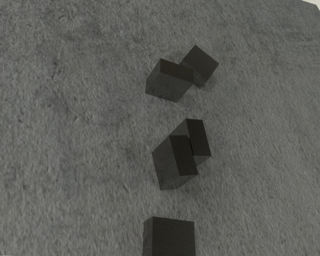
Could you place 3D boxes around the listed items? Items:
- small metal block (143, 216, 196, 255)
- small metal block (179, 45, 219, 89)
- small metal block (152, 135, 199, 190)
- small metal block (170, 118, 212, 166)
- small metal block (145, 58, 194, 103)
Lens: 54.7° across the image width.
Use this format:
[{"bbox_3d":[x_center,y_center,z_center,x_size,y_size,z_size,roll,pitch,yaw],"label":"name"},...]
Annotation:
[{"bbox_3d":[0.010,0.126,0.333,0.050,0.025,0.050,14,56,-21],"label":"small metal block"},{"bbox_3d":[0.060,-0.099,0.499,0.050,0.025,0.050,38,51,-3],"label":"small metal block"},{"bbox_3d":[0.016,0.042,0.372,0.025,0.050,0.050,0,62,-29],"label":"small metal block"},{"bbox_3d":[0.036,0.023,0.395,0.025,0.050,0.050,4,60,-27],"label":"small metal block"},{"bbox_3d":[0.013,-0.065,0.436,0.050,0.050,0.025,15,56,-20],"label":"small metal block"}]
